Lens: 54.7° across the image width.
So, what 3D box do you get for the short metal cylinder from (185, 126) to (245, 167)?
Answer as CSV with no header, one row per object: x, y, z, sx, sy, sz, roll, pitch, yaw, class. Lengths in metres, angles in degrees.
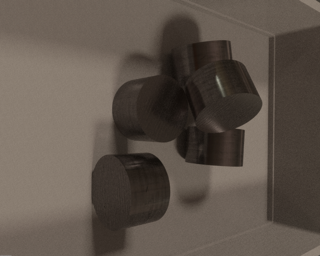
0.077,0.026,0.438,0.081,0.080,0.050,6,87,-40,short metal cylinder

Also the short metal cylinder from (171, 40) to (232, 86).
0.058,-0.086,0.422,0.081,0.080,0.050,-13,98,-40,short metal cylinder

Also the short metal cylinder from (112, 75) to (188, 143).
-0.011,-0.023,0.383,0.081,0.050,0.079,0,90,-40,short metal cylinder

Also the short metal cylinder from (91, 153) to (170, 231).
-0.034,0.068,0.344,0.050,0.080,0.079,1,90,-40,short metal cylinder

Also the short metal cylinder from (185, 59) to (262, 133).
0.075,-0.036,0.375,0.081,0.080,0.050,15,49,-40,short metal cylinder
